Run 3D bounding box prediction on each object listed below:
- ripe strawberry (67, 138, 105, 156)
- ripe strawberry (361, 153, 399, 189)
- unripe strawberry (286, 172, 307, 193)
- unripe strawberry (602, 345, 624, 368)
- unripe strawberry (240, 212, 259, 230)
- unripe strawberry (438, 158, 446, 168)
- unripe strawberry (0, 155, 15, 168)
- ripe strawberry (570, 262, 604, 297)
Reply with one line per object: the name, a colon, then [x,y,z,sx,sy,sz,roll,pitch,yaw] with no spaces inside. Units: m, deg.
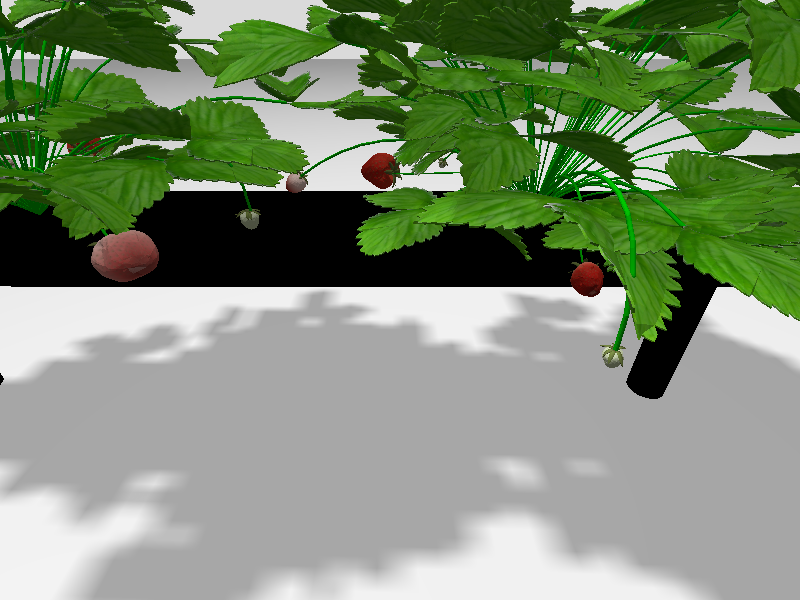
ripe strawberry: [-0.398,-0.193,0.511,0.039,0.041,0.042,-11,34,-17]
ripe strawberry: [-0.022,-0.137,0.422,0.037,0.036,0.040,16,36,24]
unripe strawberry: [-0.108,-0.121,0.413,0.023,0.020,0.023,-30,19,31]
unripe strawberry: [0.093,0.025,0.176,0.009,0.010,0.010,4,33,6]
unripe strawberry: [-0.121,-0.064,0.323,0.016,0.015,0.014,7,33,10]
unripe strawberry: [0.052,-0.169,0.497,0.010,0.011,0.011,-13,-13,-19]
unripe strawberry: [-0.457,-0.152,0.459,0.028,0.027,0.026,11,31,44]
ripe strawberry: [0.113,-0.011,0.242,0.018,0.020,0.021,1,-44,2]
